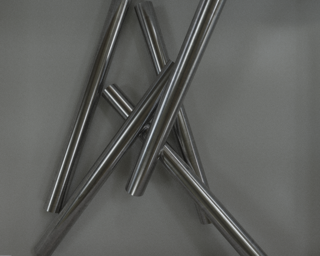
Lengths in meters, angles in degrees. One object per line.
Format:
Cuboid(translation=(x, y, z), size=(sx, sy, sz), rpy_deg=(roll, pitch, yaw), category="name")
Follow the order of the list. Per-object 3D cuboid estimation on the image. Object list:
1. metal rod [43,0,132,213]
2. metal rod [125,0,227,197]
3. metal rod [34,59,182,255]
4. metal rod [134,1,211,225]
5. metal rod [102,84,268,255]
Cuboid(translation=(-0.095, -0.034, 0.410), size=(0.025, 0.025, 0.299), rpy_deg=(18, 90, 0), category="metal rod")
Cuboid(translation=(0.022, -0.051, 0.342), size=(0.025, 0.025, 0.298), rpy_deg=(22, 109, 0), category="metal rod")
Cuboid(translation=(-0.067, 0.045, 0.386), size=(0.025, 0.025, 0.299), rpy_deg=(37, 99, 0), category="metal rod")
Cuboid(translation=(0.022, -0.020, 0.411), size=(0.025, 0.025, 0.298), rpy_deg=(-17, 90, 0), category="metal rod")
Cuboid(translation=(0.031, 0.061, 0.389), size=(0.025, 0.025, 0.300), rpy_deg=(-42, 81, 0), category="metal rod")
